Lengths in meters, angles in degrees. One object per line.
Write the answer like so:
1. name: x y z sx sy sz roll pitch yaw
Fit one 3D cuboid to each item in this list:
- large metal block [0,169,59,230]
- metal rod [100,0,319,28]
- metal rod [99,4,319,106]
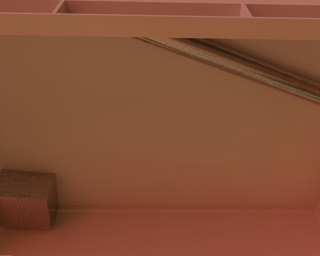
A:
1. large metal block: -0.209 0.113 0.486 0.081 0.050 0.079 6 130 -6
2. metal rod: 0.097 -0.111 0.300 0.302 0.025 0.025 -2 130 -5
3. metal rod: 0.083 -0.073 0.347 0.302 0.025 0.025 16 128 -14
